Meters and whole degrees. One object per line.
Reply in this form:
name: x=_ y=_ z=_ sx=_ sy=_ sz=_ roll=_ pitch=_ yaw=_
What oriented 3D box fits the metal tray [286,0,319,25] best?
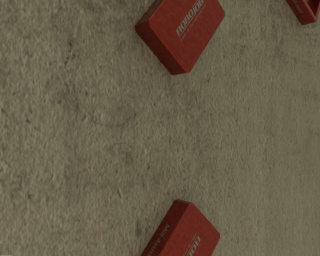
metal tray: x=0.301 y=-0.295 z=0.656 sx=0.130 sy=0.030 sz=0.090 roll=33 pitch=69 yaw=-35

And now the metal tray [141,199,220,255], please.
metal tray: x=0.024 y=0.177 z=0.424 sx=0.090 sy=0.030 sz=0.130 roll=51 pitch=60 yaw=-28

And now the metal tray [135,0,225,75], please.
metal tray: x=0.033 y=-0.150 z=0.431 sx=0.090 sy=0.030 sz=0.130 roll=46 pitch=62 yaw=-30
